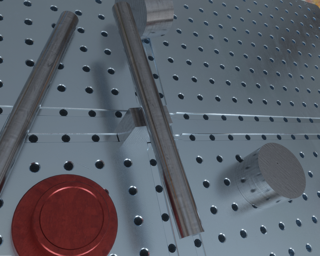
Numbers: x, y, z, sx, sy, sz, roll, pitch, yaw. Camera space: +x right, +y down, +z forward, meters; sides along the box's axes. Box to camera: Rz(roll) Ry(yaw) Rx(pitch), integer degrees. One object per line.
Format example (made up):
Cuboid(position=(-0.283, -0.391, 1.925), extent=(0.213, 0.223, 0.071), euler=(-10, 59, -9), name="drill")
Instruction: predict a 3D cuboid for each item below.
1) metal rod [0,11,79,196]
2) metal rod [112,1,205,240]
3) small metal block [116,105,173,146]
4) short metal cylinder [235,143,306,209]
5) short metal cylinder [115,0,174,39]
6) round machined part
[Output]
Cuboid(position=(-0.146, -0.031, 0.348), extent=(0.025, 0.025, 0.300), euler=(21, 54, -16), name="metal rod")
Cuboid(position=(-0.010, -0.028, 0.355), extent=(0.025, 0.025, 0.299), euler=(-3, 63, -30), name="metal rod")
Cuboid(position=(-0.020, -0.003, 0.383), extent=(0.050, 0.050, 0.025), euler=(-7, 65, -31), name="small metal block")
Cuboid(position=(0.153, 0.067, 0.433), extent=(0.081, 0.050, 0.080), euler=(14, 56, -21), name="short metal cylinder")
Cuboid(position=(-0.025, -0.175, 0.466), extent=(0.050, 0.080, 0.080), euler=(-21, 73, -36), name="short metal cylinder")
Cuboid(position=(-0.087, 0.090, 0.295), extent=(0.099, 0.042, 0.098), euler=(14, 56, -21), name="round machined part")
